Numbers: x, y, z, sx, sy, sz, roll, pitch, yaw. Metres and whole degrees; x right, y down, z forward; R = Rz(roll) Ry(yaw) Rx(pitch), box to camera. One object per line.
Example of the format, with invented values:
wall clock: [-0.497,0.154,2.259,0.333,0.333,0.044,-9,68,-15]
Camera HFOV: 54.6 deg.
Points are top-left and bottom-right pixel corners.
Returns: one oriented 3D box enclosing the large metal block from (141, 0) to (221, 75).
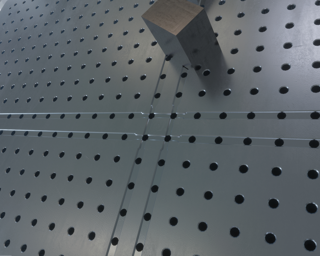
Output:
large metal block: [0.031,-0.134,0.440,0.050,0.080,0.080,-45,51,-3]
